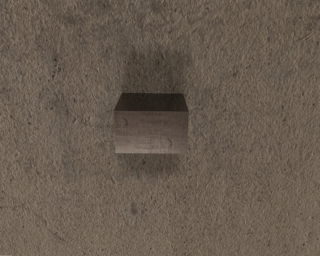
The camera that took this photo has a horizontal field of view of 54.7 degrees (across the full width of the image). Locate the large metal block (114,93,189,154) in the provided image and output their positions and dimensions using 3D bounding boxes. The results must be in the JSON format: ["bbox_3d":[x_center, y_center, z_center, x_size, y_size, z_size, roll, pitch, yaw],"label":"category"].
[{"bbox_3d":[-0.010,-0.009,0.377,0.081,0.080,0.050,1,110,-1],"label":"large metal block"}]
